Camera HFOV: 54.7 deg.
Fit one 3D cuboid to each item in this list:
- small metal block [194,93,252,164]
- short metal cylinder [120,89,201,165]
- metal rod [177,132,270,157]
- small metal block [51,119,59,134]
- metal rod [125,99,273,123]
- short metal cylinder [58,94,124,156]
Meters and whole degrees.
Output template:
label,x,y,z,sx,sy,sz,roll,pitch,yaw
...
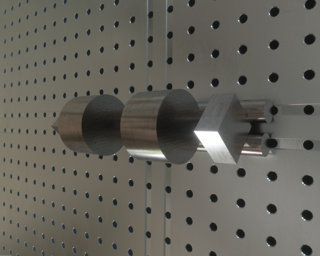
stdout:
label,x,y,z,sx,sy,sz,roll,pitch,yaw
small metal block,0.065,0.001,0.310,0.025,0.050,0.050,1,50,40
short metal cylinder,0.003,-0.002,0.342,0.050,0.081,0.079,1,91,40
metal rod,-0.006,0.014,0.415,0.300,0.025,0.025,1,91,40
small metal block,-0.125,-0.004,0.467,0.025,0.050,0.050,1,49,40
metal rod,-0.004,-0.020,0.413,0.300,0.025,0.025,1,91,40
short metal cylinder,-0.087,-0.004,0.417,0.050,0.081,0.079,1,91,40
